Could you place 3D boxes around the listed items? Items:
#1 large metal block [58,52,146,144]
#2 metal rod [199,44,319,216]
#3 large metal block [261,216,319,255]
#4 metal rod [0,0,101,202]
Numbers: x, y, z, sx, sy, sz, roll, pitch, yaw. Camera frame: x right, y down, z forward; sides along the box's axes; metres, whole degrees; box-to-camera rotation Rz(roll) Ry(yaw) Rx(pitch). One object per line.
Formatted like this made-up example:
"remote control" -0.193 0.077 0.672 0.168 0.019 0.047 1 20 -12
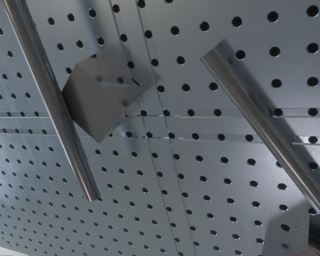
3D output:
"large metal block" -0.080 -0.039 0.413 0.080 0.050 0.080 42 129 -1
"metal rod" 0.146 0.032 0.354 0.025 0.025 0.300 -33 100 38
"large metal block" 0.192 0.174 0.402 0.080 0.050 0.080 41 129 0
"metal rod" -0.134 -0.029 0.398 0.025 0.025 0.298 0 119 28
